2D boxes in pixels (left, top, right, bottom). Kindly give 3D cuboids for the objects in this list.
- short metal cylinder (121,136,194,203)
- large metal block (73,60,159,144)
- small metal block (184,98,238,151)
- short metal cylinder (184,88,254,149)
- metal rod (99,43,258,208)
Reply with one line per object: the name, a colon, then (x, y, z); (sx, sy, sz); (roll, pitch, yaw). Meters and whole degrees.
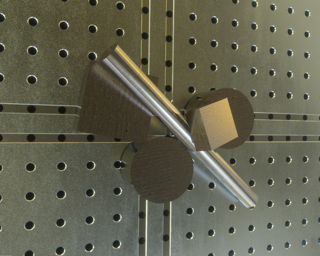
short metal cylinder: (-0.005, 0.050, 0.394); (0.081, 0.050, 0.079); (0, 90, -20)
large metal block: (-0.054, -0.028, 0.374); (0.081, 0.050, 0.080); (12, 86, -20)
small metal block: (0.062, -0.004, 0.371); (0.050, 0.025, 0.050); (-22, 98, -37)
short metal cylinder: (0.080, -0.013, 0.425); (0.081, 0.050, 0.079); (0, 90, -20)
metal rod: (0.041, 0.015, 0.387); (0.300, 0.025, 0.025); (45, 76, -29)
